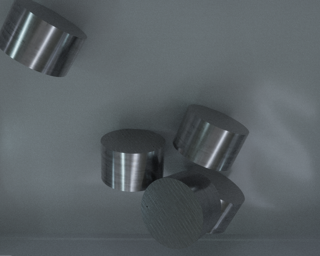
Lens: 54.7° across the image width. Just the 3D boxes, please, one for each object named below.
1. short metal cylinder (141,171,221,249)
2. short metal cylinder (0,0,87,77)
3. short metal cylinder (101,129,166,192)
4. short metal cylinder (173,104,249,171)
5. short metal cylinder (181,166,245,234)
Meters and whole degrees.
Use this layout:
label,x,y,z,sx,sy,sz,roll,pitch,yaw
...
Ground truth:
label,x,y,z,sx,sy,sz,roll,pitch,yaw
short metal cylinder,0.025,0.094,0.366,0.080,0.050,0.079,2,93,32
short metal cylinder,-0.129,-0.100,0.343,0.080,0.080,0.050,31,107,-11
short metal cylinder,-0.035,0.038,0.396,0.081,0.080,0.050,3,110,-2
short metal cylinder,0.063,0.010,0.387,0.080,0.080,0.050,20,109,-8
short metal cylinder,0.066,0.095,0.418,0.080,0.080,0.050,24,108,-9
